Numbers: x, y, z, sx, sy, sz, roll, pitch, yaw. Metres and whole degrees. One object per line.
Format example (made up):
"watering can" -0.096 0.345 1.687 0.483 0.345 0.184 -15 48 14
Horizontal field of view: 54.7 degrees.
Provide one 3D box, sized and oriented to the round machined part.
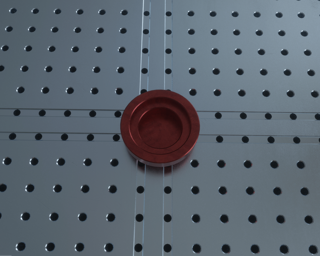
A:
"round machined part" 0.000 0.003 0.402 0.099 0.042 0.098 0 70 -1
